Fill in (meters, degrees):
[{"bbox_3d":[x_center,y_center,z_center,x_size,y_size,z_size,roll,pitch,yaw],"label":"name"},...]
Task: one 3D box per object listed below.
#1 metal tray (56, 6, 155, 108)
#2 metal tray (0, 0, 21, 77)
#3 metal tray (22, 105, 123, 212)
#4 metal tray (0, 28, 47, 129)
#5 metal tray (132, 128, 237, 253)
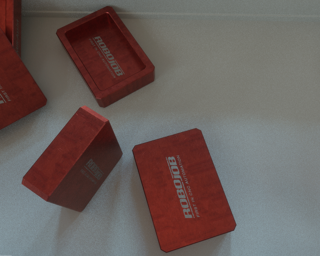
[{"bbox_3d":[-0.077,-0.104,0.443,0.090,0.030,0.130,-30,73,-11],"label":"metal tray"},{"bbox_3d":[-0.241,-0.126,0.422,0.091,0.030,0.129,1,91,-5],"label":"metal tray"},{"bbox_3d":[-0.085,0.041,0.338,0.030,0.130,0.090,32,73,10],"label":"metal tray"},{"bbox_3d":[-0.217,-0.066,0.389,0.090,0.030,0.130,-32,110,-13],"label":"metal tray"},{"bbox_3d":[0.026,0.074,0.380,0.091,0.030,0.130,-16,71,-6],"label":"metal tray"}]
